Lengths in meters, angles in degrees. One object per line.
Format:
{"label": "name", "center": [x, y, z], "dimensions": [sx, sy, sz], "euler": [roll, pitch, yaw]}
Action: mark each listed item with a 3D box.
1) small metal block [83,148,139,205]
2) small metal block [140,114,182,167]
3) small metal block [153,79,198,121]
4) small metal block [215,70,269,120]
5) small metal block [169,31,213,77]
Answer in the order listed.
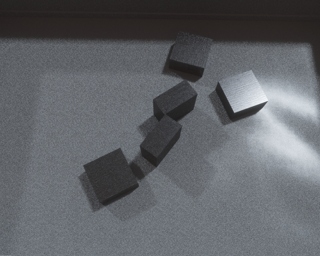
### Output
{"label": "small metal block", "center": [-0.060, 0.060, 0.387], "dimensions": [0.050, 0.025, 0.050], "euler": [-26, 72, -10]}
{"label": "small metal block", "center": [0.001, 0.017, 0.390], "dimensions": [0.025, 0.050, 0.050], "euler": [36, 74, 11]}
{"label": "small metal block", "center": [0.019, -0.031, 0.408], "dimensions": [0.050, 0.050, 0.025], "euler": [-33, 74, -11]}
{"label": "small metal block", "center": [0.112, -0.046, 0.428], "dimensions": [0.050, 0.025, 0.050], "euler": [-20, 71, -8]}
{"label": "small metal block", "center": [0.045, -0.108, 0.450], "dimensions": [0.050, 0.025, 0.050], "euler": [16, 71, 5]}
